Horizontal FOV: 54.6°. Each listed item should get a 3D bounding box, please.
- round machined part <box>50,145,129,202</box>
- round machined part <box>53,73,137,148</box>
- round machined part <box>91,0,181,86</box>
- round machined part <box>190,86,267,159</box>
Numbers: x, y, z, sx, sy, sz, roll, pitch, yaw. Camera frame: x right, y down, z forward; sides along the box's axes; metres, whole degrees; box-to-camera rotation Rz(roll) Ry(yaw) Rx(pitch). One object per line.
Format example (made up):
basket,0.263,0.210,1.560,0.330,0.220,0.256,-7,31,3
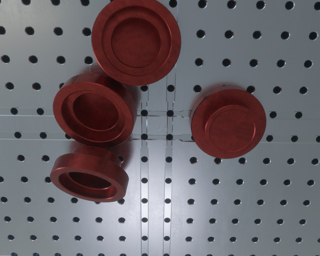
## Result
round machined part,-0.089,0.058,0.409,0.098,0.042,0.098,7,144,5
round machined part,-0.076,-0.025,0.384,0.098,0.042,0.097,5,129,6
round machined part,-0.028,-0.097,0.359,0.099,0.042,0.097,-1,96,-9
round machined part,0.090,-0.003,0.404,0.099,0.042,0.097,0,110,0
